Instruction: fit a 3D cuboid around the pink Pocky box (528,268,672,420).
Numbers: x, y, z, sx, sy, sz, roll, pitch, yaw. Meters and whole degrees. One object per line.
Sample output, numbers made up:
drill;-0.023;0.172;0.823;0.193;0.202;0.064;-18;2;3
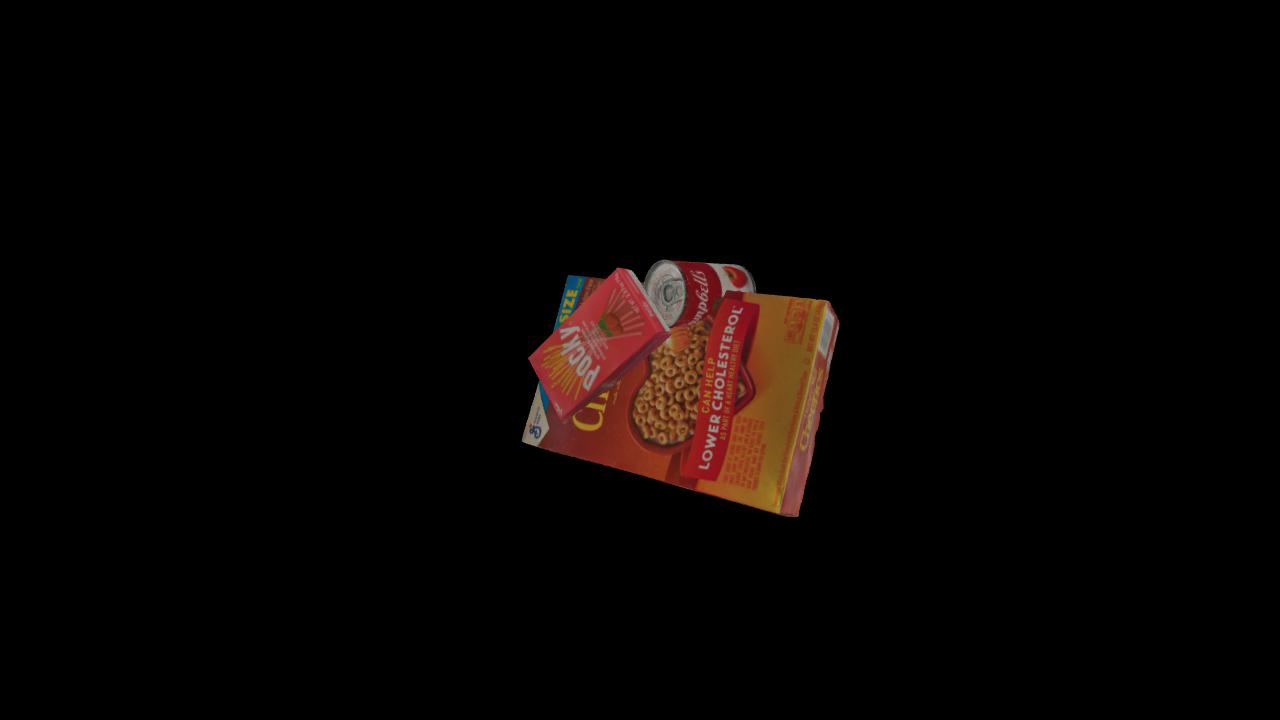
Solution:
pink Pocky box;-0.046;-0.014;0.636;0.155;0.084;0.029;-41;-23;26

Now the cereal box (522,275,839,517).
cereal box;0.033;0.026;0.648;0.306;0.203;0.081;10;-10;30

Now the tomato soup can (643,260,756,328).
tomato soup can;0.062;-0.067;0.635;0.101;0.068;0.068;-3;2;-37
